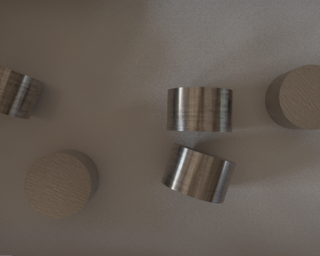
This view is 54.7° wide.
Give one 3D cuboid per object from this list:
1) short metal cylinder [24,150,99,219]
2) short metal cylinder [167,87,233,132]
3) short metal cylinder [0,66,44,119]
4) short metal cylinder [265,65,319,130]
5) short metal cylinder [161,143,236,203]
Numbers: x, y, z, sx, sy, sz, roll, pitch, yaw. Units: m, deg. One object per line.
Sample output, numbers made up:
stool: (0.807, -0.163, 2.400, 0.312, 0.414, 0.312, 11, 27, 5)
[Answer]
short metal cylinder: (-0.123, 0.069, 0.397, 0.081, 0.050, 0.079, 0, 90, -1)
short metal cylinder: (0.049, -0.021, 0.385, 0.081, 0.080, 0.050, 1, 90, -1)
short metal cylinder: (-0.192, -0.048, 0.381, 0.080, 0.080, 0.050, 21, 90, -1)
short metal cylinder: (0.185, -0.038, 0.401, 0.081, 0.050, 0.079, 0, 90, -1)
short metal cylinder: (0.047, 0.055, 0.385, 0.080, 0.080, 0.050, 18, 90, -1)
